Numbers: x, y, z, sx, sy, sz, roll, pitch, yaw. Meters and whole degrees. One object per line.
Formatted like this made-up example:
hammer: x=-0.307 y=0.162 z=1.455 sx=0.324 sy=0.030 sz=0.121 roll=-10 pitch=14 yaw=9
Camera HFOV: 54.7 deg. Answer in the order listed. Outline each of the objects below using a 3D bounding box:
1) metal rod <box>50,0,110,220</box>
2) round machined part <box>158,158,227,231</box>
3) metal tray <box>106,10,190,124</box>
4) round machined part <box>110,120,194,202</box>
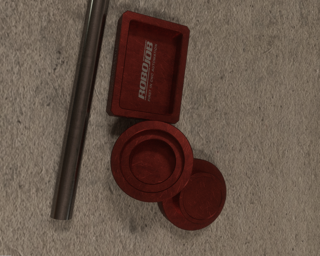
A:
metal rod: x=-0.094 y=-0.042 z=0.374 sx=0.025 sy=0.025 sz=0.298 roll=10 pitch=87 yaw=-20
round machined part: x=0.048 y=0.091 z=0.419 sx=0.099 sy=0.042 sz=0.097 roll=0 pitch=90 yaw=-21
metal tray: x=-0.015 y=-0.074 z=0.401 sx=0.091 sy=0.030 sz=0.129 roll=8 pitch=87 yaw=-20
round machined part: x=-0.009 y=0.042 z=0.385 sx=0.099 sy=0.042 sz=0.098 roll=0 pitch=76 yaw=2
